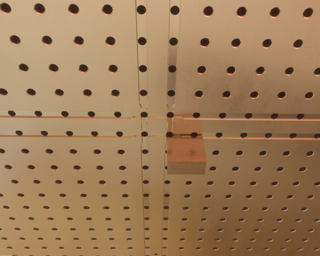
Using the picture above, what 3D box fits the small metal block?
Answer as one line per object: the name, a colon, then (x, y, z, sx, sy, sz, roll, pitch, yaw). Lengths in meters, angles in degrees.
small metal block: (0.035, 0.037, 0.426, 0.050, 0.050, 0.025, 0, 130, -1)
